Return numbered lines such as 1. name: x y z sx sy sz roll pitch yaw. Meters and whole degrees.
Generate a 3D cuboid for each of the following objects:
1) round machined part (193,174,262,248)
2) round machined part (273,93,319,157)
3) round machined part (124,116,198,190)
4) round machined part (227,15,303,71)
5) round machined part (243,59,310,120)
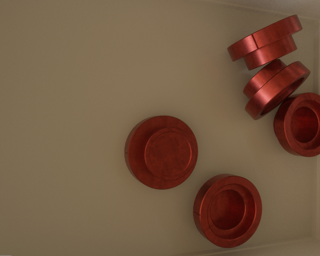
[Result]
1. round machined part: 0.090 0.113 0.437 0.099 0.042 0.097 0 90 -21
2. round machined part: 0.219 -0.005 0.485 0.099 0.042 0.097 0 90 -21
3. round machined part: 0.006 0.032 0.405 0.099 0.042 0.097 0 90 -21
4. round machined part: 0.147 -0.112 0.426 0.099 0.098 0.042 -26 94 -18
5. round machined part: 0.158 -0.059 0.439 0.099 0.098 0.042 -33 72 -17
